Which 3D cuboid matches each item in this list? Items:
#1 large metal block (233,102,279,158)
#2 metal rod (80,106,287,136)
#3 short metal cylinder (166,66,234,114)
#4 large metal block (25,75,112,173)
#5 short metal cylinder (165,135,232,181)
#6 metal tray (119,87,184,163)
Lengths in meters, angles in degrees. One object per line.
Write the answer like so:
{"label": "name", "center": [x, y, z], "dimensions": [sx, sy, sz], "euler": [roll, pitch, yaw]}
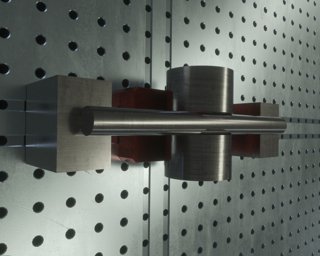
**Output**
{"label": "large metal block", "center": [0.136, 0.003, 0.485], "dimensions": [0.050, 0.080, 0.080], "euler": [1, 90, -40]}
{"label": "metal rod", "center": [0.056, -0.005, 0.351], "dimensions": [0.302, 0.025, 0.025], "euler": [1, 90, -40]}
{"label": "short metal cylinder", "center": [0.048, -0.043, 0.374], "dimensions": [0.081, 0.080, 0.050], "euler": [1, 90, -40]}
{"label": "large metal block", "center": [-0.089, -0.003, 0.297], "dimensions": [0.050, 0.080, 0.080], "euler": [1, 90, -40]}
{"label": "short metal cylinder", "center": [0.046, 0.032, 0.372], "dimensions": [0.081, 0.080, 0.050], "euler": [1, 90, -40]}
{"label": "metal tray", "center": [0.009, -0.003, 0.413], "dimensions": [0.131, 0.030, 0.089], "euler": [2, 89, -40]}
